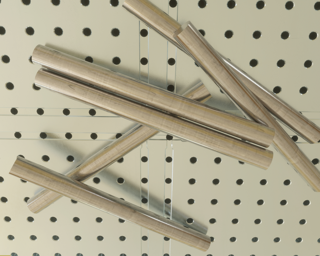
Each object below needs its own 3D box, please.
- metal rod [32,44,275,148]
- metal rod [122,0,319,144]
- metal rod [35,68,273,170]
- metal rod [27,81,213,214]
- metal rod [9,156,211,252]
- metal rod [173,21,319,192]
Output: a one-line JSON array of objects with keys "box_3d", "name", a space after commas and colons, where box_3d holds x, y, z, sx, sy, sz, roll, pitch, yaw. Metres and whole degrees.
[{"box_3d": [-0.008, -0.039, 0.377, 0.301, 0.025, 0.025, 20, 109, 1], "name": "metal rod"}, {"box_3d": [0.086, -0.069, 0.388, 0.301, 0.025, 0.025, 33, 107, -12], "name": "metal rod"}, {"box_3d": [-0.009, -0.012, 0.383, 0.301, 0.025, 0.025, 20, 109, 2], "name": "metal rod"}, {"box_3d": [-0.062, 0.032, 0.424, 0.300, 0.025, 0.025, -34, 107, 11], "name": "metal rod"}, {"box_3d": [-0.057, 0.113, 0.435, 0.301, 0.025, 0.025, 27, 108, -17], "name": "metal rod"}, {"box_3d": [0.126, -0.013, 0.390, 0.025, 0.025, 0.300, -42, 112, 14], "name": "metal rod"}]
